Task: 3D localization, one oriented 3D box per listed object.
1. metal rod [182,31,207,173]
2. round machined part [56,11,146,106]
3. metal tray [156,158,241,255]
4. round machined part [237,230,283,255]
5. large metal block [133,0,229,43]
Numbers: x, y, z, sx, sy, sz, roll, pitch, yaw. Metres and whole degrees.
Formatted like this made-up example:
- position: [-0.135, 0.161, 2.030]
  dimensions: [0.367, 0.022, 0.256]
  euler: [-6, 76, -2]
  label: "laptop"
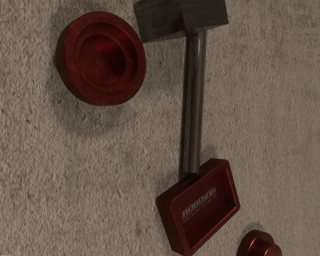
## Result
- position: [0.053, -0.086, 0.451]
  dimensions: [0.025, 0.025, 0.298]
  euler: [5, 87, -40]
  label: "metal rod"
- position: [-0.067, -0.073, 0.339]
  dimensions: [0.099, 0.042, 0.097]
  euler: [0, 90, -40]
  label: "round machined part"
- position: [0.061, 0.112, 0.455]
  dimensions: [0.131, 0.030, 0.089]
  euler: [-28, 108, -37]
  label: "metal tray"
- position: [0.181, 0.236, 0.550]
  dimensions: [0.099, 0.042, 0.097]
  euler: [0, 90, -40]
  label: "round machined part"
- position: [0.027, -0.145, 0.393]
  dimensions: [0.081, 0.080, 0.050]
  euler: [-21, 104, -38]
  label: "large metal block"
